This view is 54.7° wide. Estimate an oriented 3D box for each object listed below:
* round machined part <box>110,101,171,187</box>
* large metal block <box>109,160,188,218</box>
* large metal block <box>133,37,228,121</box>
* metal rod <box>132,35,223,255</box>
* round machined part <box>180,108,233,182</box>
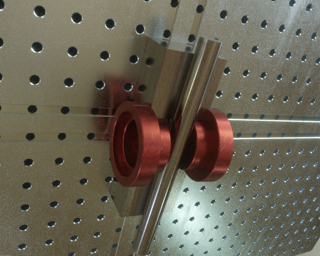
[{"bbox_3d":[-0.022,0.018,0.362,0.042,0.098,0.097,2,118,-29],"label":"round machined part"},{"bbox_3d":[-0.017,0.072,0.430,0.081,0.050,0.079,3,117,-30],"label":"large metal block"},{"bbox_3d":[0.022,-0.057,0.371,0.081,0.050,0.079,2,118,-30],"label":"large metal block"},{"bbox_3d":[0.013,0.039,0.378,0.025,0.025,0.298,3,117,-30],"label":"metal rod"},{"bbox_3d":[0.048,0.021,0.402,0.042,0.098,0.097,4,117,-25],"label":"round machined part"}]
